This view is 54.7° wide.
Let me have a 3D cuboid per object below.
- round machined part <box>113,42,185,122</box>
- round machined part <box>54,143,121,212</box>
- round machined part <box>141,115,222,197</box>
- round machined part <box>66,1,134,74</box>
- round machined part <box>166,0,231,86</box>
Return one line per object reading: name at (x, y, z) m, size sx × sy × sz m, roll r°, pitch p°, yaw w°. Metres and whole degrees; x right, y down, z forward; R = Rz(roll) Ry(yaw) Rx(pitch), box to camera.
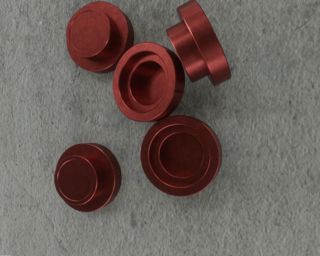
round machined part at (-0.010, -0.056, 0.394) m, size 0.098 × 0.042 × 0.097 m, roll -1°, pitch 89°, yaw 35°
round machined part at (-0.108, 0.070, 0.437) m, size 0.098 × 0.042 × 0.097 m, roll 0°, pitch 90°, yaw 19°
round machined part at (0.029, 0.033, 0.389) m, size 0.098 × 0.042 × 0.097 m, roll 0°, pitch 90°, yaw 19°
round machined part at (-0.089, -0.128, 0.430) m, size 0.098 × 0.042 × 0.097 m, roll 0°, pitch 90°, yaw 19°
round machined part at (0.040, -0.091, 0.353) m, size 0.042 × 0.098 × 0.098 m, roll -26°, pitch 82°, yaw 9°
